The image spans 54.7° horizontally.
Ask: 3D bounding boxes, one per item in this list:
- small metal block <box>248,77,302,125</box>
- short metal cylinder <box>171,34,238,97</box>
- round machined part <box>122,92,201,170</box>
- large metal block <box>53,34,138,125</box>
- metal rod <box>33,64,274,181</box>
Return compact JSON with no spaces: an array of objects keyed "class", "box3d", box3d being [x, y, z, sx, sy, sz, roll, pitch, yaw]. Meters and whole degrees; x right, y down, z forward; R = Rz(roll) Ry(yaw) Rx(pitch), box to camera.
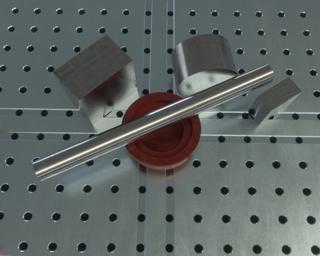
[{"class":"small metal block","box3d":[0.151,-0.035,0.412,0.050,0.050,0.025,-31,73,-11]},{"class":"short metal cylinder","box3d":[0.058,-0.079,0.412,0.081,0.080,0.050,-9,70,-3]},{"class":"round machined part","box3d":[0.001,0.006,0.400,0.099,0.042,0.098,0,70,0]},{"class":"large metal block","box3d":[-0.079,-0.060,0.404,0.080,0.080,0.050,-40,75,-13]},{"class":"metal rod","box3d":[0.000,-0.010,0.370,0.302,0.025,0.025,-23,72,-9]}]
